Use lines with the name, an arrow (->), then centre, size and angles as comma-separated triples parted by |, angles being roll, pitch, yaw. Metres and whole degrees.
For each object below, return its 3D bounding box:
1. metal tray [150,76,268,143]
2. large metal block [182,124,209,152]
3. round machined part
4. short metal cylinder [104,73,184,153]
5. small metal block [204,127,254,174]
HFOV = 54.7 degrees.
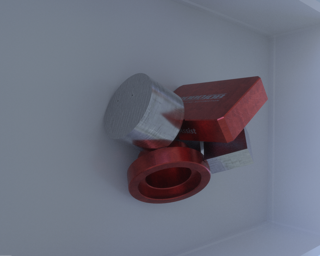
metal tray -> 0.052, -0.023, 0.381 | 0.090, 0.130, 0.030 | -43, 117, -32
large metal block -> 0.065, 0.012, 0.435 | 0.081, 0.050, 0.079 | -18, 107, -39
round machined part -> 0.009, 0.051, 0.379 | 0.098, 0.098, 0.042 | 26, 38, -38
short metal cylinder -> -0.019, -0.015, 0.354 | 0.050, 0.080, 0.080 | 29, 72, -37
small metal block -> 0.080, 0.022, 0.369 | 0.025, 0.050, 0.050 | 58, 25, -33
